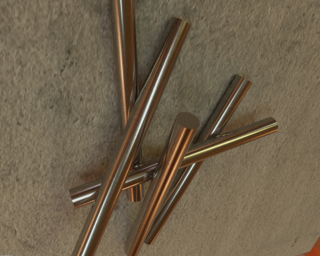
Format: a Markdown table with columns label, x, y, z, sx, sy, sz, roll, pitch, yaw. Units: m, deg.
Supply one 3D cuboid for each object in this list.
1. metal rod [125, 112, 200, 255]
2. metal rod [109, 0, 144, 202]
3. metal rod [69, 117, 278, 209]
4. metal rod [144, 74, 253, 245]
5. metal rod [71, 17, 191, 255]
| label | x | y | z | sx | sy | sz | roll | pitch | yaw |
| --- | --- | --- | --- | --- | --- | --- | --- | --- | --- |
| metal rod | -0.009 | 0.097 | 0.410 | 0.025 | 0.025 | 0.298 | -6 | 138 | -26 |
| metal rod | -0.037 | -0.028 | 0.370 | 0.025 | 0.025 | 0.298 | -14 | 125 | -21 |
| metal rod | 0.031 | 0.040 | 0.416 | 0.302 | 0.025 | 0.025 | -18 | 126 | -18 |
| metal rod | 0.048 | 0.057 | 0.470 | 0.025 | 0.025 | 0.298 | 18 | 109 | -36 |
| metal rod | -0.035 | 0.019 | 0.355 | 0.025 | 0.025 | 0.299 | 21 | 93 | -36 |
